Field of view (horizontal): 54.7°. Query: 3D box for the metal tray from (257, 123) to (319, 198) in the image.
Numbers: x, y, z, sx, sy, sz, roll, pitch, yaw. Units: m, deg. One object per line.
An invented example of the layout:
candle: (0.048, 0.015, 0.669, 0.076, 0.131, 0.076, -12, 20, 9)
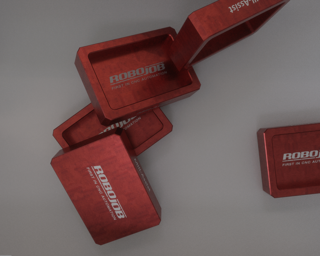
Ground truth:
metal tray: (0.202, 0.039, 0.410, 0.131, 0.030, 0.089, -6, 90, 0)

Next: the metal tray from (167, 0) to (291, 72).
metal tray: (0.079, -0.120, 0.360, 0.131, 0.090, 0.030, -30, 87, -18)

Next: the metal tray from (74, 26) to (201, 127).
metal tray: (-0.025, -0.065, 0.378, 0.131, 0.030, 0.090, -22, 84, -25)

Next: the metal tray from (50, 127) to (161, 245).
metal tray: (-0.063, 0.074, 0.387, 0.090, 0.030, 0.129, -22, 105, 7)

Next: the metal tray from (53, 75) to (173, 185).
metal tray: (-0.060, 0.003, 0.408, 0.130, 0.030, 0.090, -36, 90, 0)
